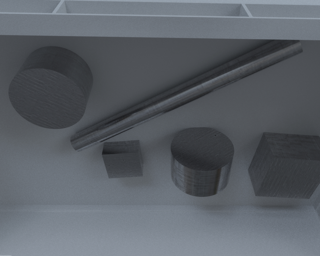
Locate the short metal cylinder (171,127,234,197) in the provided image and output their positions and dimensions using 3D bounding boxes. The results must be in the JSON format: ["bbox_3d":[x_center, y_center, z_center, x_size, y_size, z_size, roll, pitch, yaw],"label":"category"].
[{"bbox_3d":[0.055,0.044,0.411,0.081,0.080,0.050,-1,130,1],"label":"short metal cylinder"}]

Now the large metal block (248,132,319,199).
[{"bbox_3d":[0.182,0.055,0.442,0.081,0.050,0.079,4,130,-4],"label":"large metal block"}]

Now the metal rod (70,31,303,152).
[{"bbox_3d":[0.017,-0.036,0.378,0.300,0.025,0.025,-23,127,18],"label":"metal rod"}]

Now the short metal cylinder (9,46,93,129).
[{"bbox_3d":[-0.121,-0.045,0.352,0.081,0.050,0.079,0,130,0],"label":"short metal cylinder"}]

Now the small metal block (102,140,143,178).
[{"bbox_3d":[-0.052,0.046,0.447,0.050,0.025,0.050,-4,130,3],"label":"small metal block"}]
